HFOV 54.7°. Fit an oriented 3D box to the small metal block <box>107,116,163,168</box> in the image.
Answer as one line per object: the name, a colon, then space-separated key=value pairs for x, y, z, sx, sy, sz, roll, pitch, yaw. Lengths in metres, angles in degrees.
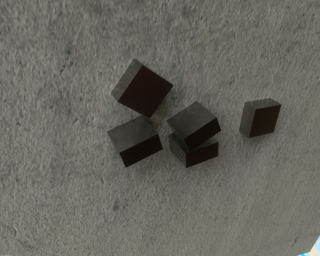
small metal block: x=-0.032 y=0.015 z=0.384 sx=0.050 sy=0.050 sz=0.025 roll=-26 pitch=128 yaw=-13

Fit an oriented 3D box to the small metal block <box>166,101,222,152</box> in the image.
small metal block: x=0.045 y=-0.003 z=0.415 sx=0.050 sy=0.050 sz=0.025 roll=-33 pitch=129 yaw=-7

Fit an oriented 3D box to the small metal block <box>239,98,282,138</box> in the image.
small metal block: x=0.156 y=-0.016 z=0.485 sx=0.050 sy=0.025 sz=0.050 roll=-10 pitch=123 yaw=-23

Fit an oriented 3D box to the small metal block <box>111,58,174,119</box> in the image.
small metal block: x=-0.021 y=-0.046 z=0.368 sx=0.050 sy=0.025 sz=0.050 roll=28 pitch=103 yaw=-38

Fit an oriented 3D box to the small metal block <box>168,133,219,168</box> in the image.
small metal block: x=0.046 y=0.024 z=0.433 sx=0.050 sy=0.050 sz=0.025 roll=-18 pitch=126 yaw=-19
